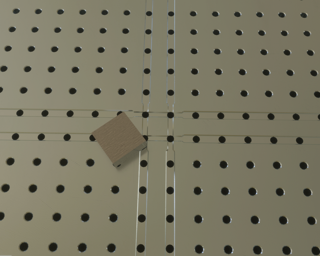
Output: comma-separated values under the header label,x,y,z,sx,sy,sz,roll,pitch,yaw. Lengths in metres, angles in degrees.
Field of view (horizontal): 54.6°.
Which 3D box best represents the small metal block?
label,x,y,z,sx,sy,sz,roll,pitch,yaw
small metal block,-0.053,0.015,0.406,0.050,0.025,0.050,-35,74,-12
